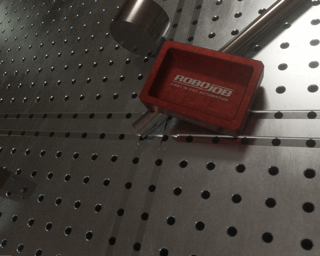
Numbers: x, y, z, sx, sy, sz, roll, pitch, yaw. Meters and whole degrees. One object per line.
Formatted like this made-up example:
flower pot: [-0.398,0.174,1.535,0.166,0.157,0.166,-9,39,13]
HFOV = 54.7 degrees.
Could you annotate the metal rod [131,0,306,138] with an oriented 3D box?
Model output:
metal rod: [0.084,-0.093,0.420,0.300,0.025,0.025,-40,51,0]

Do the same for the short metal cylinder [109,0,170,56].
short metal cylinder: [-0.031,-0.158,0.485,0.080,0.080,0.050,13,69,33]

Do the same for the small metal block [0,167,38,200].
small metal block: [-0.220,0.079,0.457,0.050,0.050,0.025,14,69,33]

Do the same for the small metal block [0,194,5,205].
small metal block: [-0.277,0.116,0.479,0.050,0.025,0.050,21,72,35]

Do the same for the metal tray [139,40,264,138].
metal tray: [0.050,-0.051,0.384,0.130,0.030,0.090,19,78,21]
